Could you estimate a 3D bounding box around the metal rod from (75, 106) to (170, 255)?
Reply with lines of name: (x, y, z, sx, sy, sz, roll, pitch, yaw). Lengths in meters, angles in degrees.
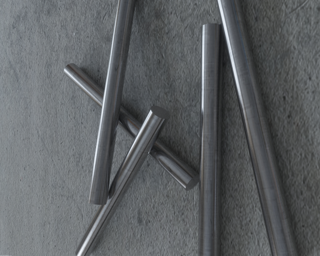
metal rod: (-0.063, 0.094, 0.436, 0.025, 0.025, 0.298, 48, 125, 29)

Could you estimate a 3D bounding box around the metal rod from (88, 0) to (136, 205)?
metal rod: (-0.065, -0.046, 0.430, 0.025, 0.025, 0.298, 3, 84, 40)

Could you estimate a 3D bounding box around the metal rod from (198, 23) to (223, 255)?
metal rod: (0.058, 0.033, 0.356, 0.025, 0.025, 0.298, 1, 91, 40)

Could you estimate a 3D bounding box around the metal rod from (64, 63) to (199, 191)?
metal rod: (-0.056, -0.017, 0.451, 0.300, 0.025, 0.025, 41, 115, 32)

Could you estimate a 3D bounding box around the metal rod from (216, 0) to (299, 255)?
metal rod: (0.098, -0.010, 0.323, 0.025, 0.025, 0.298, -17, 79, 39)
